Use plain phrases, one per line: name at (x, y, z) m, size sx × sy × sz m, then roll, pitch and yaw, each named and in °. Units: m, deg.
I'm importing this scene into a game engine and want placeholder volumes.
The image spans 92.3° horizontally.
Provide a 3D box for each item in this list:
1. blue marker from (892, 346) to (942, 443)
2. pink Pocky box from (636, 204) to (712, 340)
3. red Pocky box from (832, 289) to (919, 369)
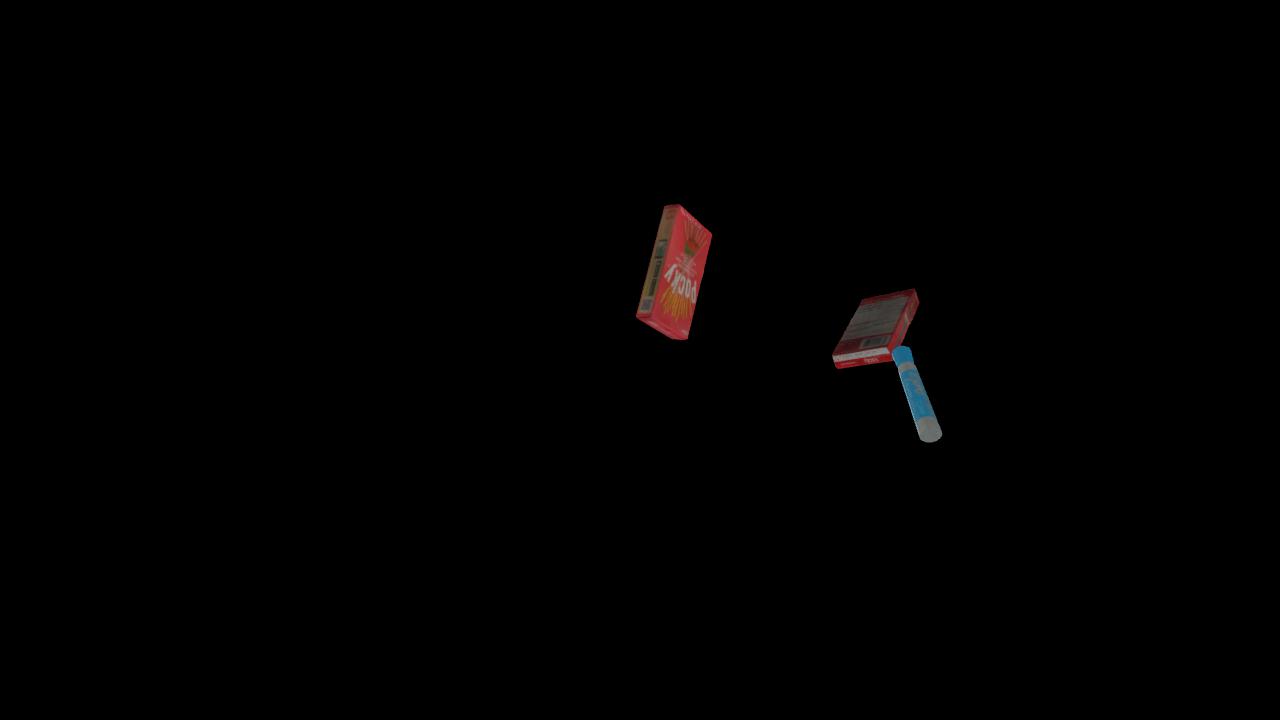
blue marker at (0.259, 0.028, 0.581) m, size 0.020 × 0.020 × 0.121 m, roll 0°, pitch 39°, yaw 7°
pink Pocky box at (0.046, -0.111, 0.790) m, size 0.029 × 0.155 × 0.084 m, roll 5°, pitch -15°, yaw 40°
red Pocky box at (0.338, -0.045, 0.875) m, size 0.083 × 0.028 × 0.155 m, roll -12°, pitch 27°, yaw 45°
